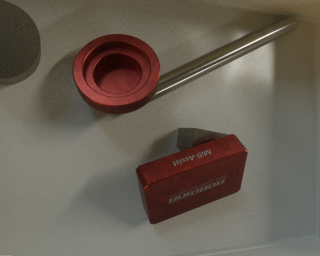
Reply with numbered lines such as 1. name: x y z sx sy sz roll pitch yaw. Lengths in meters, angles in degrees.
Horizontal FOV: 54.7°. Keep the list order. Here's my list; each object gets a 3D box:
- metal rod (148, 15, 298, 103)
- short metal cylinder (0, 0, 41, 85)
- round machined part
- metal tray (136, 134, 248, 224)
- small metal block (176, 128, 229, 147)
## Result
1. metal rod: 0.080 -0.098 0.441 0.302 0.025 0.025 -28 100 -18
2. short metal cylinder: -0.172 -0.090 0.334 0.081 0.050 0.079 0 90 -21
3. round machined part: -0.050 -0.060 0.370 0.099 0.042 0.098 1 67 -3
4. metal tray: 0.041 0.065 0.388 0.131 0.030 0.089 -18 136 -12
5. small metal block: 0.057 0.016 0.419 0.050 0.050 0.025 10 87 -20
